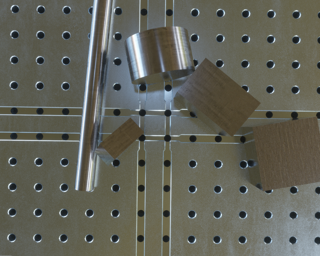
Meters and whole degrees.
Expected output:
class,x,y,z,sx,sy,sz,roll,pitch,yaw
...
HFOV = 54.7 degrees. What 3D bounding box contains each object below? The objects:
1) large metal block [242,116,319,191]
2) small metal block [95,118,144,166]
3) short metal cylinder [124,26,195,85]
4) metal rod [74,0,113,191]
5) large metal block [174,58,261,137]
class,x,y,z,sx,sy,sz,roll,pitch,yaw
large metal block,0.159,0.031,0.403,0.081,0.050,0.080,-9,90,-1
small metal block,-0.052,0.018,0.392,0.025,0.050,0.050,47,66,-1
short metal cylinder,0.000,-0.087,0.386,0.080,0.080,0.050,-11,90,0
metal rod,-0.086,-0.067,0.412,0.025,0.025,0.298,6,90,-1
large metal block,0.066,-0.035,0.387,0.080,0.080,0.050,40,90,-1
